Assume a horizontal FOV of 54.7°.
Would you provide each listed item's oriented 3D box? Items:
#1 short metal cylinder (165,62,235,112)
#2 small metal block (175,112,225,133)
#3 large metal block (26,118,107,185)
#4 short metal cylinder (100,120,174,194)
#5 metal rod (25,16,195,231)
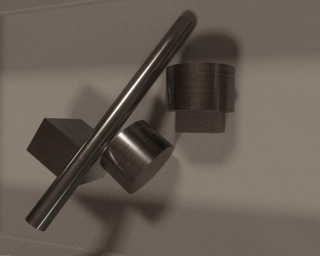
[{"bbox_3d":[0.047,-0.044,0.364,0.080,0.080,0.050,1,91,19],"label":"short metal cylinder"},{"bbox_3d":[0.050,-0.007,0.379,0.050,0.050,0.025,1,91,19],"label":"small metal block"},{"bbox_3d":[-0.114,0.030,0.420,0.080,0.080,0.050,36,102,16],"label":"large metal block"},{"bbox_3d":[-0.028,0.036,0.390,0.050,0.080,0.080,42,103,15],"label":"short metal cylinder"},{"bbox_3d":[-0.050,-0.016,0.367,0.025,0.025,0.300,31,77,17],"label":"metal rod"}]
